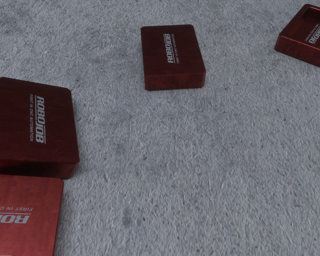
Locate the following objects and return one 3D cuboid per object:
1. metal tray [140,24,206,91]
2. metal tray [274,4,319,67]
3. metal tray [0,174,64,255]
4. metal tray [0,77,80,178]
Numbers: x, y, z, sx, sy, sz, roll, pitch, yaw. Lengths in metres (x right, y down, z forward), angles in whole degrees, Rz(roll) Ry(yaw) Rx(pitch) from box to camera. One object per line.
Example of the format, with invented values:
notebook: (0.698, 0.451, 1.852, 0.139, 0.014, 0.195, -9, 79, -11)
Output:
metal tray: (0.017, -0.117, 0.498, 0.091, 0.030, 0.130, -4, 50, -3)
metal tray: (0.270, -0.164, 0.539, 0.090, 0.030, 0.131, 29, 56, 22)
metal tray: (-0.166, 0.090, 0.300, 0.131, 0.030, 0.090, 6, 47, -14)
metal tray: (-0.152, -0.003, 0.376, 0.091, 0.030, 0.130, 8, 44, -30)
